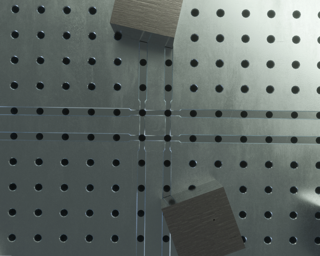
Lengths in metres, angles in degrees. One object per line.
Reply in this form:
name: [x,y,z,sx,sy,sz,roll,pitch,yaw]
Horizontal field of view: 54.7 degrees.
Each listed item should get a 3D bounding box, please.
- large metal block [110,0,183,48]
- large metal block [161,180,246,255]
large metal block: [-0.013,-0.157,0.401,0.080,0.050,0.080,13,90,-1]
large metal block: [0.053,0.122,0.402,0.080,0.050,0.080,-20,90,-1]
